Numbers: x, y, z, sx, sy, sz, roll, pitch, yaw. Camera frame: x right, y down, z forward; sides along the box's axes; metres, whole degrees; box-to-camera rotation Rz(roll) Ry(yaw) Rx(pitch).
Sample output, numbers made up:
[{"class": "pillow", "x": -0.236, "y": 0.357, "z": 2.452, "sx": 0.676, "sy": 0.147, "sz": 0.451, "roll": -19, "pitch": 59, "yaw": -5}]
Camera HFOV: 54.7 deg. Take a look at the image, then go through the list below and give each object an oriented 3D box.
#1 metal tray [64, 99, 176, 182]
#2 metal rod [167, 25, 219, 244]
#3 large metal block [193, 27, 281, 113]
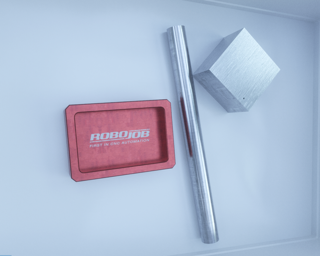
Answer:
[{"class": "metal tray", "x": -0.049, "y": 0.013, "z": 0.390, "sx": 0.131, "sy": 0.030, "sz": 0.089, "roll": -5, "pitch": 92, "yaw": -20}, {"class": "metal rod", "x": 0.046, "y": 0.012, "z": 0.428, "sx": 0.025, "sy": 0.025, "sz": 0.298, "roll": -11, "pitch": 94, "yaw": -20}, {"class": "large metal block", "x": 0.107, "y": -0.079, "z": 0.438, "sx": 0.080, "sy": 0.050, "sz": 0.080, "roll": 43, "pitch": 76, "yaw": -15}]
